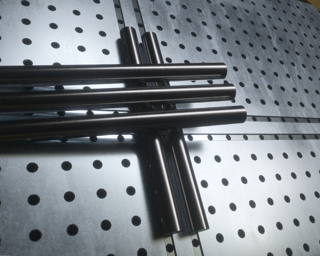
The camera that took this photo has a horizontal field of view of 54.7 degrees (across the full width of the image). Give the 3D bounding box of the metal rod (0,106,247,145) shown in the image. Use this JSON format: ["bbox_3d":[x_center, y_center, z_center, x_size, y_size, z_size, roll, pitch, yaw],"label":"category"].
[{"bbox_3d":[-0.029,-0.007,0.371,0.303,0.025,0.025,-5,64,-21],"label":"metal rod"}]

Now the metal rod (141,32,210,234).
[{"bbox_3d":[0.014,-0.011,0.424,0.025,0.025,0.299,1,61,-28],"label":"metal rod"}]

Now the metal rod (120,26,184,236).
[{"bbox_3d":[-0.017,-0.014,0.409,0.025,0.025,0.299,1,61,-28],"label":"metal rod"}]

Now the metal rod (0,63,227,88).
[{"bbox_3d":[-0.047,-0.070,0.400,0.303,0.025,0.025,-6,65,-22],"label":"metal rod"}]

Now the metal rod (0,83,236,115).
[{"bbox_3d":[-0.038,-0.038,0.386,0.303,0.025,0.025,-5,64,-22],"label":"metal rod"}]
